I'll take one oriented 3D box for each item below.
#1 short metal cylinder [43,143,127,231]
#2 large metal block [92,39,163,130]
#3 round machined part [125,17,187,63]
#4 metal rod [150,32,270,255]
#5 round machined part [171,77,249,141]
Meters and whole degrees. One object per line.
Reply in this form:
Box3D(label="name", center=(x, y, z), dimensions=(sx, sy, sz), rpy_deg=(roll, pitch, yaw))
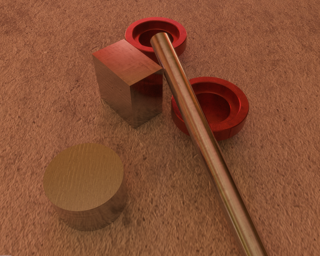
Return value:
Box3D(label="short metal cylinder", center=(-0.077, 0.063, 0.334), dimensions=(0.081, 0.050, 0.080), rpy_deg=(0, 50, 0))
Box3D(label="large metal block", center=(-0.042, -0.059, 0.417), dimensions=(0.050, 0.080, 0.080), rpy_deg=(-33, 58, -25))
Box3D(label="round machined part", center=(-0.006, -0.137, 0.508), dimensions=(0.099, 0.042, 0.098), rpy_deg=(0, 50, 0))
Box3D(label="metal rod", center=(0.049, 0.013, 0.346), dimensions=(0.025, 0.025, 0.299), rpy_deg=(-16, 66, -13))
Box3D(label="round machined part", center=(0.064, -0.020, 0.410), dimensions=(0.099, 0.042, 0.098), rpy_deg=(0, 50, 0))
